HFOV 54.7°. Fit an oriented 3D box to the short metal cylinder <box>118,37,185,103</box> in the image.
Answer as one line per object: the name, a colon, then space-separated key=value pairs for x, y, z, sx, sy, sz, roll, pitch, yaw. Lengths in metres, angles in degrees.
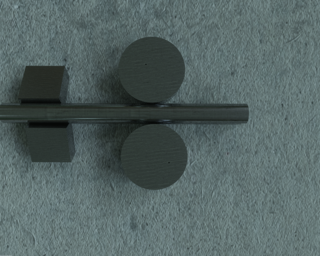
short metal cylinder: x=-0.010 y=-0.071 z=0.398 sx=0.081 sy=0.050 sz=0.079 roll=0 pitch=90 yaw=0

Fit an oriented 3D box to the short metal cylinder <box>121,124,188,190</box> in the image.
short metal cylinder: x=-0.007 y=0.035 z=0.398 sx=0.081 sy=0.050 sz=0.079 roll=0 pitch=90 yaw=0

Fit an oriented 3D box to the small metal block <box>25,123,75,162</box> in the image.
small metal block: x=-0.140 y=0.016 z=0.400 sx=0.050 sy=0.025 sz=0.050 roll=0 pitch=117 yaw=-1

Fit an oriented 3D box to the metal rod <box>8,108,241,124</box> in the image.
metal rod: x=-0.044 y=-0.018 z=0.411 sx=0.302 sy=0.025 sz=0.025 roll=0 pitch=90 yaw=0

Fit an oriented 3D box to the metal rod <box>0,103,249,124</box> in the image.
metal rod: x=-0.043 y=-0.018 z=0.386 sx=0.302 sy=0.025 sz=0.025 roll=0 pitch=90 yaw=0

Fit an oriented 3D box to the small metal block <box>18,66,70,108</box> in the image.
small metal block: x=-0.148 y=-0.053 z=0.400 sx=0.050 sy=0.025 sz=0.050 roll=0 pitch=63 yaw=0
